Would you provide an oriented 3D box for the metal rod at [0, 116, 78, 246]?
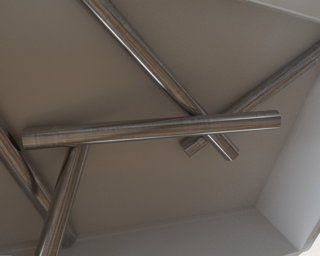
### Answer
[{"bbox_3d":[-0.160,0.040,0.346,0.025,0.025,0.298,-25,128,-13],"label":"metal rod"}]

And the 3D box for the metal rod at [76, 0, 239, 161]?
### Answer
[{"bbox_3d":[0.014,-0.048,0.369,0.025,0.025,0.300,-45,124,2],"label":"metal rod"}]

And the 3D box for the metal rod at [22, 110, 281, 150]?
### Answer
[{"bbox_3d":[0.001,0.001,0.367,0.302,0.025,0.025,-4,122,-11],"label":"metal rod"}]

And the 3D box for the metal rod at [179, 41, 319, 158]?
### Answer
[{"bbox_3d":[0.157,-0.055,0.463,0.301,0.025,0.025,-36,129,-5],"label":"metal rod"}]

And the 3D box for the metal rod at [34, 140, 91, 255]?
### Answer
[{"bbox_3d":[-0.127,0.156,0.329,0.025,0.025,0.299,26,69,-37],"label":"metal rod"}]
